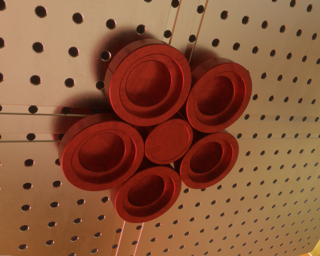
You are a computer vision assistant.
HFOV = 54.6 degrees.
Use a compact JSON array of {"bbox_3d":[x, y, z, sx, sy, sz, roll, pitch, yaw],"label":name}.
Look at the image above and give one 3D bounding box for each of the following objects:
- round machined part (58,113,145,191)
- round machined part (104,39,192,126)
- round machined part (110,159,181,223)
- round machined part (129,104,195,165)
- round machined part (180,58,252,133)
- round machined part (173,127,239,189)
[{"bbox_3d":[-0.072,0.025,0.375,0.099,0.042,0.097,-14,124,-21],"label":"round machined part"},{"bbox_3d":[-0.017,-0.054,0.357,0.099,0.042,0.097,-14,124,-21],"label":"round machined part"},{"bbox_3d":[-0.023,0.083,0.437,0.099,0.042,0.097,-14,124,-21],"label":"round machined part"},{"bbox_3d":[0.004,0.009,0.406,0.099,0.042,0.097,-14,124,-21],"label":"round machined part"},{"bbox_3d":[0.068,-0.045,0.408,0.099,0.042,0.097,-14,124,-21],"label":"round machined part"},{"bbox_3d":[0.063,0.039,0.458,0.099,0.042,0.097,-14,124,-21],"label":"round machined part"}]
